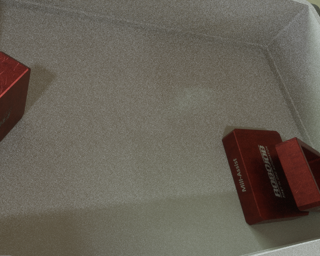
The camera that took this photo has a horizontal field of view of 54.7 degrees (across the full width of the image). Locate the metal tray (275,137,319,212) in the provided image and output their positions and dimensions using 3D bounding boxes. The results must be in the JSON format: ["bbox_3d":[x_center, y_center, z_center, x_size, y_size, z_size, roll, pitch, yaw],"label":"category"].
[{"bbox_3d":[0.214,0.070,0.439,0.131,0.030,0.090,19,51,-48],"label":"metal tray"}]

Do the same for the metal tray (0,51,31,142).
[{"bbox_3d":[-0.168,0.003,0.270,0.030,0.090,0.130,32,52,-8],"label":"metal tray"}]

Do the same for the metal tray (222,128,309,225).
[{"bbox_3d":[0.148,0.066,0.442,0.091,0.030,0.130,3,60,-27],"label":"metal tray"}]
